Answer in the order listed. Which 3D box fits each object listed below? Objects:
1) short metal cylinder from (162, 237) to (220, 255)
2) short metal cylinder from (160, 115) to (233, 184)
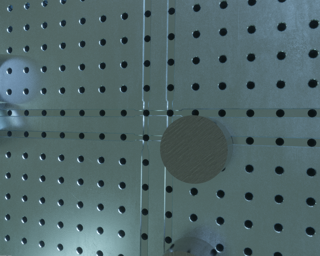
[{"bbox_3d":[0.036,0.185,0.387,0.080,0.050,0.079,0,90,20],"label":"short metal cylinder"},{"bbox_3d":[0.047,0.025,0.383,0.080,0.050,0.079,0,90,20],"label":"short metal cylinder"}]
